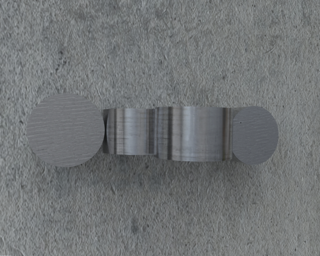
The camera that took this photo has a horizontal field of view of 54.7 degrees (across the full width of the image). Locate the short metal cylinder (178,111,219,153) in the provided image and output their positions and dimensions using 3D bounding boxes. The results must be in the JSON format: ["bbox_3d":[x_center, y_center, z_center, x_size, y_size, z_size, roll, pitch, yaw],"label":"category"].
[{"bbox_3d":[0.048,0.005,0.399,0.081,0.080,0.050,0,89,-20],"label":"short metal cylinder"}]

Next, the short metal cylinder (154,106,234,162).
[{"bbox_3d":[0.034,0.005,0.320,0.081,0.080,0.050,1,91,-20],"label":"short metal cylinder"}]

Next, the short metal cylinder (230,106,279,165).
[{"bbox_3d":[0.119,0.010,0.440,0.081,0.050,0.080,0,91,-21],"label":"short metal cylinder"}]

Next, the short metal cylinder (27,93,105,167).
[{"bbox_3d":[-0.109,0.002,0.357,0.081,0.050,0.080,0,90,-21],"label":"short metal cylinder"}]

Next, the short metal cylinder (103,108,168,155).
[{"bbox_3d":[-0.028,0.004,0.371,0.081,0.080,0.050,0,90,-20],"label":"short metal cylinder"}]
